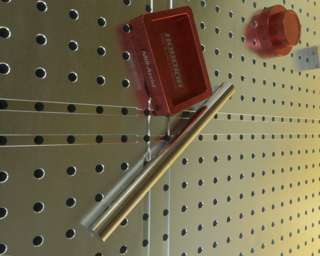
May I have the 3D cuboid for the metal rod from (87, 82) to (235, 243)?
[{"bbox_3d":[0.019,0.028,0.424,0.301,0.025,0.025,-45,117,-30],"label":"metal rod"}]

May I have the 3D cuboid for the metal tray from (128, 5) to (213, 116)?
[{"bbox_3d":[0.018,-0.091,0.420,0.091,0.030,0.129,-27,107,-37],"label":"metal tray"}]

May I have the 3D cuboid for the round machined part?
[{"bbox_3d":[0.234,-0.187,0.594,0.099,0.042,0.097,0,90,-40],"label":"round machined part"}]

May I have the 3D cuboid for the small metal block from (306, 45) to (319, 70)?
[{"bbox_3d":[0.363,-0.164,0.713,0.050,0.025,0.050,-22,104,-38],"label":"small metal block"}]
